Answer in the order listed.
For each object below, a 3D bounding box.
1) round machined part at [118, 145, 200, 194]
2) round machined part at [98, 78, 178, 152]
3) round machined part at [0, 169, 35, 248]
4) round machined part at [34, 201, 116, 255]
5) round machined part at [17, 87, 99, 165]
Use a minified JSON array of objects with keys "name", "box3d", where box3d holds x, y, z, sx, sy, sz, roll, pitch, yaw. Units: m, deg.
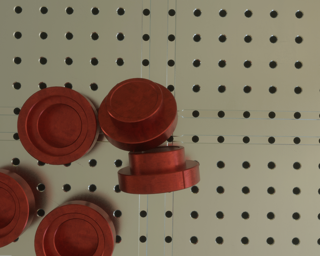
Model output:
[{"name":"round machined part","box3d":[-0.002,0.046,0.376,0.099,0.098,0.042,-6,92,0]},{"name":"round machined part","box3d":[-0.029,-0.023,0.381,0.098,0.042,0.098,-3,55,5]},{"name":"round machined part","box3d":[-0.211,0.102,0.404,0.099,0.042,0.097,0,90,0]},{"name":"round machined part","box3d":[-0.107,0.143,0.404,0.099,0.042,0.097,0,90,0]},{"name":"round machined part","box3d":[-0.127,-0.003,0.404,0.099,0.042,0.097,0,91,-1]}]
